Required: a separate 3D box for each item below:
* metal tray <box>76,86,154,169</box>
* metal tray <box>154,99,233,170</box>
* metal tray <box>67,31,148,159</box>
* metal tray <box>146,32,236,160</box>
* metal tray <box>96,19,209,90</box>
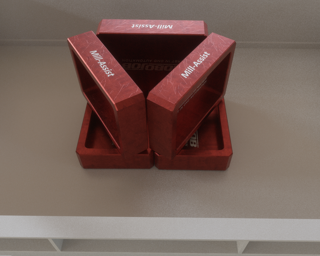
[{"bbox_3d":[-0.052,-0.009,0.408,0.091,0.030,0.130,0,49,0],"label":"metal tray"},{"bbox_3d":[0.040,-0.007,0.407,0.091,0.030,0.130,1,49,1],"label":"metal tray"},{"bbox_3d":[-0.060,-0.039,0.353,0.030,0.090,0.130,-25,55,-19],"label":"metal tray"},{"bbox_3d":[0.037,-0.037,0.352,0.030,0.090,0.131,29,56,22],"label":"metal tray"},{"bbox_3d":[-0.009,-0.090,0.396,0.131,0.090,0.030,1,51,1],"label":"metal tray"}]
